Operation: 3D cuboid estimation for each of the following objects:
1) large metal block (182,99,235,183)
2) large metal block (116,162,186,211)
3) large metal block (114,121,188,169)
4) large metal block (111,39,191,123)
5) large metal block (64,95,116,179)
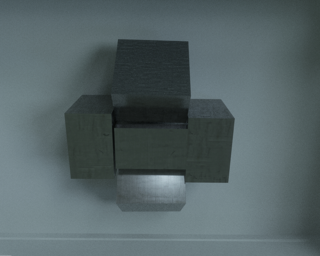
[{"bbox_3d":[0.055,0.013,0.386,0.050,0.080,0.079,1,110,0],"label":"large metal block"},{"bbox_3d":[-0.011,0.078,0.402,0.081,0.080,0.050,0,68,-2],"label":"large metal block"},{"bbox_3d":[-0.010,0.010,0.384,0.081,0.080,0.050,1,110,-1],"label":"large metal block"},{"bbox_3d":[-0.009,-0.054,0.354,0.081,0.080,0.050,2,148,-1],"label":"large metal block"},{"bbox_3d":[-0.078,0.008,0.383,0.050,0.080,0.079,1,110,0],"label":"large metal block"}]
